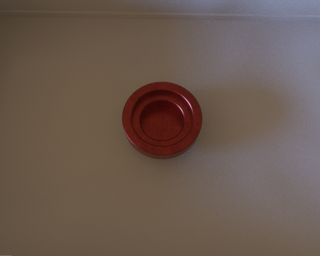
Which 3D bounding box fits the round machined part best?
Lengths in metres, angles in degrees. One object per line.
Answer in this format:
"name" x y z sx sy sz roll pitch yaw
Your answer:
"round machined part" 0.003 -0.007 0.399 0.099 0.042 0.098 0 70 -1
